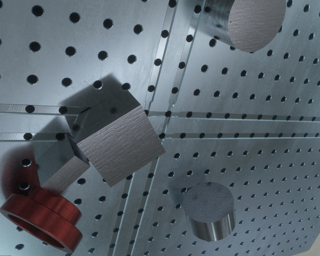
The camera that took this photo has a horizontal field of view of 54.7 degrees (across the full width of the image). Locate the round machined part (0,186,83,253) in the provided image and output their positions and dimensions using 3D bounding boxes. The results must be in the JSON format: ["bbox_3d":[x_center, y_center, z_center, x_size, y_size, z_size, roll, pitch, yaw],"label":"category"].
[{"bbox_3d":[-0.134,0.105,0.369,0.042,0.098,0.098,-60,139,-33],"label":"round machined part"}]

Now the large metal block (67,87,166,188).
[{"bbox_3d":[-0.051,0.012,0.376,0.080,0.050,0.080,-32,129,-8],"label":"large metal block"}]

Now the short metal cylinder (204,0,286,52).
[{"bbox_3d":[0.099,-0.136,0.367,0.081,0.050,0.079,-14,124,-21],"label":"short metal cylinder"}]

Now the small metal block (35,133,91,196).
[{"bbox_3d":[-0.114,0.041,0.359,0.050,0.050,0.025,-42,130,1],"label":"small metal block"}]

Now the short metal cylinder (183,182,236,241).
[{"bbox_3d":[0.082,0.135,0.506,0.081,0.080,0.050,-25,128,-13],"label":"short metal cylinder"}]
